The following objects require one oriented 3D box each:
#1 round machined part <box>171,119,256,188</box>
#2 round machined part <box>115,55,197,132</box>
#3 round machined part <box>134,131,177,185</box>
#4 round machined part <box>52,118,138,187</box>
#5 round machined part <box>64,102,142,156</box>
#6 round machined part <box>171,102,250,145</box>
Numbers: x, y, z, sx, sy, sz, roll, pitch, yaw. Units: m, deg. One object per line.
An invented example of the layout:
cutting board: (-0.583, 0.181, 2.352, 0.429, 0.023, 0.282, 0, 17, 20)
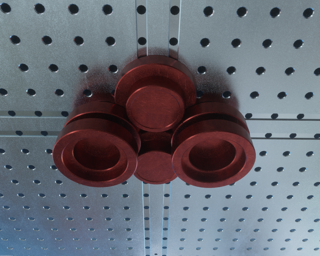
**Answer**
round machined part: (0.063, 0.027, 0.381, 0.099, 0.042, 0.097, 0, 130, 0)
round machined part: (-0.005, -0.033, 0.371, 0.099, 0.042, 0.097, 0, 130, 0)
round machined part: (-0.005, 0.042, 0.435, 0.099, 0.042, 0.097, 0, 130, 0)
round machined part: (-0.076, 0.025, 0.378, 0.099, 0.042, 0.097, 0, 130, 0)
round machined part: (-0.073, 0.005, 0.403, 0.099, 0.042, 0.097, 0, 130, 0)
round machined part: (0.063, 0.005, 0.404, 0.099, 0.042, 0.097, 0, 130, 0)
